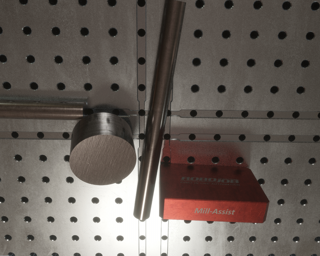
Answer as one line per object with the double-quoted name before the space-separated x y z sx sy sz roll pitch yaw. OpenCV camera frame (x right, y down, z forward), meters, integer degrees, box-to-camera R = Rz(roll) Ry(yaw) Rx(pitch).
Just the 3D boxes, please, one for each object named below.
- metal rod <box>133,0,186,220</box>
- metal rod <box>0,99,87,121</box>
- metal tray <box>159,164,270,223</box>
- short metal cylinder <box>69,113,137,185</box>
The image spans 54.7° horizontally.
"metal rod" -0.005 -0.009 0.409 0.025 0.025 0.298 8 110 -4
"metal rod" -0.249 -0.026 0.400 0.302 0.025 0.025 1 110 -1
"metal tray" 0.065 0.083 0.410 0.131 0.090 0.030 3 110 -2
"short metal cylinder" -0.073 0.027 0.398 0.081 0.050 0.079 -6 124 -9
